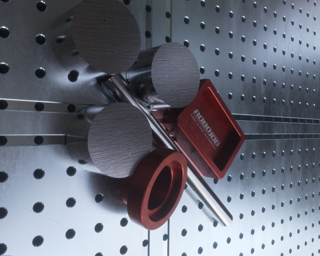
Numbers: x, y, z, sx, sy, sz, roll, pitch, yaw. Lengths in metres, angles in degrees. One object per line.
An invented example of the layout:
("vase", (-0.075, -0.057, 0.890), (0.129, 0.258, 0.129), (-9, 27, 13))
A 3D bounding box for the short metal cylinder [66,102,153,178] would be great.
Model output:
("short metal cylinder", (-0.056, 0.013, 0.346), (0.081, 0.050, 0.080), (0, 90, -40))

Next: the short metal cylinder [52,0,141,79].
("short metal cylinder", (-0.068, -0.095, 0.335), (0.081, 0.050, 0.080), (0, 90, -40))

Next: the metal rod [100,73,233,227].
("metal rod", (0.023, 0.043, 0.429), (0.300, 0.025, 0.025), (52, 60, -27))

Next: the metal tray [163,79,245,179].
("metal tray", (0.071, 0.003, 0.464), (0.130, 0.030, 0.090), (51, 61, -28))

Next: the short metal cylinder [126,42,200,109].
("short metal cylinder", (0.005, -0.065, 0.396), (0.081, 0.050, 0.080), (0, 90, -40))

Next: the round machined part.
("round machined part", (-0.009, 0.069, 0.376), (0.099, 0.042, 0.097), (-34, 133, -47))
